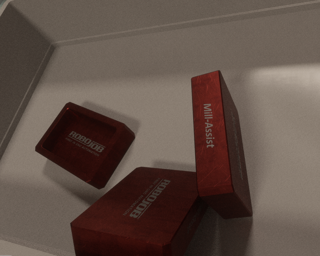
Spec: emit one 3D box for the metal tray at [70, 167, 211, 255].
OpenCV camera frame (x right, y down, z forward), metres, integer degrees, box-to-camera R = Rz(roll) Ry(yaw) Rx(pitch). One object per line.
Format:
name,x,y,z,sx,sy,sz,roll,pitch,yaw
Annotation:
metal tray,-0.009,0.079,0.298,0.090,0.131,0.030,3,107,23

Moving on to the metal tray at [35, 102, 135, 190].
metal tray,-0.110,0.021,0.445,0.130,0.030,0.090,21,72,35

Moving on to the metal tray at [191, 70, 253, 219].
metal tray,0.064,0.018,0.319,0.030,0.090,0.130,-13,56,21
